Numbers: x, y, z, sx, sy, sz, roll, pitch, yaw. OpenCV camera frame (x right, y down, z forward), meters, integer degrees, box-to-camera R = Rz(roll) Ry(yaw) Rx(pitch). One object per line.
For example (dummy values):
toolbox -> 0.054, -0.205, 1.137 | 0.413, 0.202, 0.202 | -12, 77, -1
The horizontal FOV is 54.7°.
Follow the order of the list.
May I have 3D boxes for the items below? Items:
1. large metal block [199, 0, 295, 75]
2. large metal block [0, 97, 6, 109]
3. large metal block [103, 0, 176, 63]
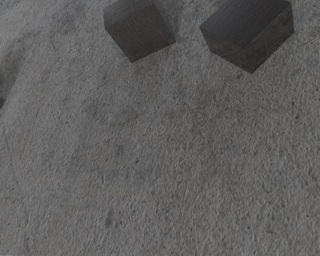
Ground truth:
large metal block -> 0.114, -0.130, 0.408 | 0.080, 0.050, 0.080 | -44, 51, -3
large metal block -> -0.366, -0.042, 0.606 | 0.080, 0.050, 0.080 | 17, 70, 34
large metal block -> -0.031, -0.160, 0.483 | 0.080, 0.080, 0.050 | -22, 54, 15
